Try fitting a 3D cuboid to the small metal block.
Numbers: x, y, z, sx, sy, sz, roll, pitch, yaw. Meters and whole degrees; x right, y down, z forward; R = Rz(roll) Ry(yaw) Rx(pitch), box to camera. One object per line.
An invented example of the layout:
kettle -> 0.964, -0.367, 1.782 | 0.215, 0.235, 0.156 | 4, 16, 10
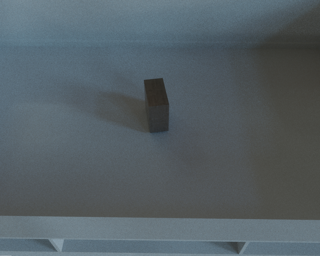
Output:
small metal block -> -0.005, -0.030, 0.409 | 0.025, 0.050, 0.050 | -7, 50, -5
